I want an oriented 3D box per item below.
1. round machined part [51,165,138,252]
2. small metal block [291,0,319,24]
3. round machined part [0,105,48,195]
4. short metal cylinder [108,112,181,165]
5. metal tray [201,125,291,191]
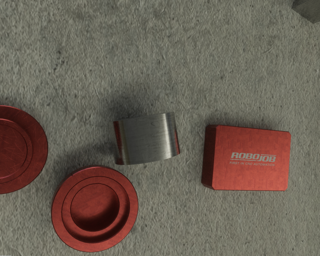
[{"bbox_3d":[-0.079,0.092,0.372,0.099,0.042,0.097,0,90,-21],"label":"round machined part"},{"bbox_3d":[0.249,-0.196,0.490,0.050,0.050,0.025,24,82,-19],"label":"small metal block"},{"bbox_3d":[-0.174,0.024,0.336,0.099,0.042,0.097,0,90,-21],"label":"round machined part"},{"bbox_3d":[-0.019,0.011,0.374,0.081,0.080,0.050,-10,94,-20],"label":"short metal cylinder"},{"bbox_3d":[0.129,0.045,0.456,0.131,0.030,0.089,5,88,-20],"label":"metal tray"}]
